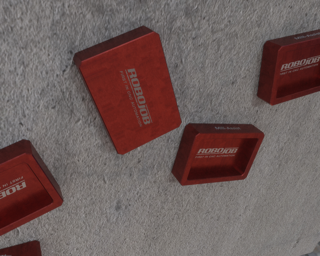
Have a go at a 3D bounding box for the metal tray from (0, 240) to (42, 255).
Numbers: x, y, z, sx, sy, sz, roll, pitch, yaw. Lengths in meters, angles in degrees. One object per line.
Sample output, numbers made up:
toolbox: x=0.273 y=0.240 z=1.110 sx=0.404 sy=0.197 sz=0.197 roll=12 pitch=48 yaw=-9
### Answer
metal tray: x=-0.224 y=0.207 z=0.409 sx=0.131 sy=0.030 sz=0.089 roll=-8 pitch=122 yaw=-24

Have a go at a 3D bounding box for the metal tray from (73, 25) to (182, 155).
metal tray: x=-0.032 y=-0.040 z=0.361 sx=0.091 sy=0.030 sz=0.129 roll=-27 pitch=128 yaw=-12

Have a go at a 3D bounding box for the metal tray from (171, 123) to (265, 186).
metal tray: x=0.090 y=0.039 z=0.476 sx=0.131 sy=0.030 sz=0.089 roll=0 pitch=118 yaw=-29

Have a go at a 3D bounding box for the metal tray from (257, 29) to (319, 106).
metal tray: x=0.211 y=-0.093 z=0.461 sx=0.131 sy=0.030 sz=0.089 roll=-16 pitch=125 yaw=-19

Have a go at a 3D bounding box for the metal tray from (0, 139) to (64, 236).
metal tray: x=-0.189 y=0.079 z=0.348 sx=0.131 sy=0.030 sz=0.090 roll=-26 pitch=128 yaw=-13
